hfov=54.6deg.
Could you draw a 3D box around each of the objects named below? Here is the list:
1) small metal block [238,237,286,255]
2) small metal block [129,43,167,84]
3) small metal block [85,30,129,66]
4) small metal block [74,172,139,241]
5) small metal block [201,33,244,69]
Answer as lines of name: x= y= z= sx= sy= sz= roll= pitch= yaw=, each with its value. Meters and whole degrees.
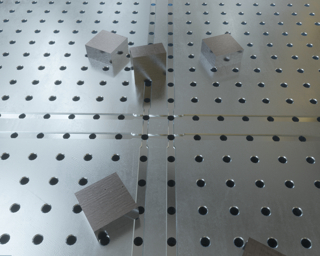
small metal block: x=0.096 y=0.131 z=0.282 sx=0.050 sy=0.050 sz=0.025 roll=23 pitch=54 yaw=18
small metal block: x=-0.018 y=-0.099 z=0.475 sx=0.050 sy=0.050 sz=0.025 roll=-12 pitch=51 yaw=-10
small metal block: x=-0.088 y=-0.136 z=0.522 sx=0.050 sy=0.025 sz=0.050 roll=22 pitch=53 yaw=18
small metal block: x=-0.057 y=0.084 z=0.337 sx=0.050 sy=0.025 sz=0.050 roll=-26 pitch=55 yaw=-20
small metal block: x=0.103 y=-0.129 z=0.517 sx=0.050 sy=0.025 sz=0.050 roll=-16 pitch=52 yaw=-13
